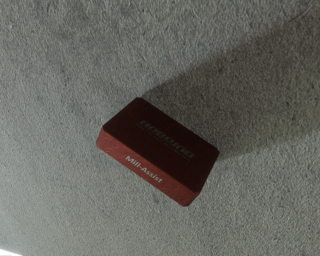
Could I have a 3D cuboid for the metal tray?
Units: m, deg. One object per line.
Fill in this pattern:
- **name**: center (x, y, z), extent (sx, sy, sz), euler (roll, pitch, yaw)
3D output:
- **metal tray**: center (0.001, 0.024, 0.380), extent (0.130, 0.090, 0.030), euler (34, 129, 5)
